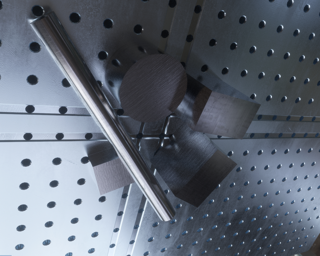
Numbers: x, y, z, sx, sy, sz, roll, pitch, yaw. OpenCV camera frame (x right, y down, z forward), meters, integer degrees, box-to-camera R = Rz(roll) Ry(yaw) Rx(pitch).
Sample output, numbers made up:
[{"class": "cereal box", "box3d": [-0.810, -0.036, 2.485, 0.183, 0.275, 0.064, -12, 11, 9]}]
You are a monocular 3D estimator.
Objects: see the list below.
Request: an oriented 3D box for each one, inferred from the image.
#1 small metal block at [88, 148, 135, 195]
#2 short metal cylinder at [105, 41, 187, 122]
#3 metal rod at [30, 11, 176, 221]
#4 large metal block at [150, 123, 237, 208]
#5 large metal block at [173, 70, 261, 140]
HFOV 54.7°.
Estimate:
[{"class": "small metal block", "box3d": [-0.063, 0.055, 0.412, 0.050, 0.025, 0.050, -18, 126, -18]}, {"class": "short metal cylinder", "box3d": [-0.016, -0.053, 0.355, 0.081, 0.050, 0.079, -14, 125, -21]}, {"class": "metal rod", "box3d": [-0.050, 0.010, 0.365, 0.025, 0.025, 0.299, -33, 121, -7]}, {"class": "large metal block", "box3d": [0.044, 0.048, 0.432, 0.080, 0.080, 0.050, -49, 129, 6]}, {"class": "large metal block", "box3d": [0.063, -0.032, 0.392, 0.081, 0.080, 0.050, 10, 113, -33]}]
